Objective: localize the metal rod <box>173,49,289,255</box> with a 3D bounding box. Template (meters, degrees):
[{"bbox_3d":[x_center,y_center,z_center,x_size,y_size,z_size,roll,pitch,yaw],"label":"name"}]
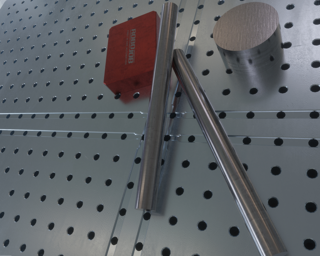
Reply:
[{"bbox_3d":[0.064,0.005,0.371,0.025,0.025,0.299,-28,52,11],"label":"metal rod"}]

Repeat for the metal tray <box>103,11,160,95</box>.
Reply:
[{"bbox_3d":[-0.040,-0.123,0.502,0.090,0.030,0.130,-14,56,20],"label":"metal tray"}]

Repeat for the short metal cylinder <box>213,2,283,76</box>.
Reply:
[{"bbox_3d":[0.115,-0.115,0.402,0.080,0.050,0.080,-13,56,21],"label":"short metal cylinder"}]

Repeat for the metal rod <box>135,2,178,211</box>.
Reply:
[{"bbox_3d":[-0.001,-0.043,0.414,0.025,0.025,0.299,-4,66,26],"label":"metal rod"}]
